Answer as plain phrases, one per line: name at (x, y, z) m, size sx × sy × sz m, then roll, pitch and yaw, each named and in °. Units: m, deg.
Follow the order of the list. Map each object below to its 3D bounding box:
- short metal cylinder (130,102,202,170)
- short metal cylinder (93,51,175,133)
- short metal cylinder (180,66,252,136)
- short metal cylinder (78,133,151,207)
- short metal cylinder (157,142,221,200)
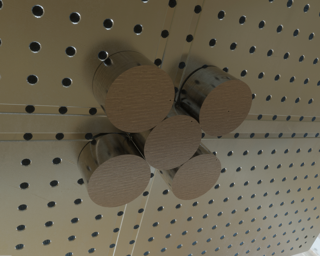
short metal cylinder at (0.007, 0.007, 0.404) m, size 0.081 × 0.050 × 0.079 m, roll -14°, pitch 125°, yaw -21°
short metal cylinder at (-0.030, -0.041, 0.353) m, size 0.081 × 0.050 × 0.079 m, roll -14°, pitch 125°, yaw -21°
short metal cylinder at (0.074, -0.036, 0.413) m, size 0.081 × 0.050 × 0.079 m, roll -14°, pitch 125°, yaw -21°
short metal cylinder at (-0.059, 0.054, 0.396) m, size 0.081 × 0.050 × 0.079 m, roll -14°, pitch 125°, yaw -21°
short metal cylinder at (0.042, 0.058, 0.455) m, size 0.081 × 0.050 × 0.079 m, roll -14°, pitch 125°, yaw -21°
